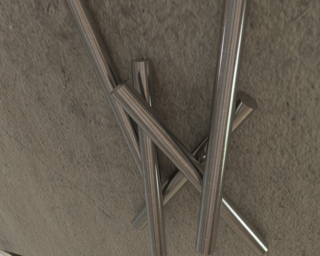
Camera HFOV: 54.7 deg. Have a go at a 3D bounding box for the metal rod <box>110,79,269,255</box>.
[{"bbox_3d":[0.048,0.061,0.387,0.025,0.025,0.300,-26,114,37],"label":"metal rod"}]

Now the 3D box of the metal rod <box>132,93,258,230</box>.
[{"bbox_3d":[0.030,0.066,0.430,0.025,0.025,0.298,37,129,3],"label":"metal rod"}]

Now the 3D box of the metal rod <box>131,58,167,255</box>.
[{"bbox_3d":[-0.012,0.057,0.423,0.025,0.025,0.298,6,114,25],"label":"metal rod"}]

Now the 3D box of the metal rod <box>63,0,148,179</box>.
[{"bbox_3d":[-0.064,-0.057,0.403,0.025,0.025,0.298,-8,115,31],"label":"metal rod"}]

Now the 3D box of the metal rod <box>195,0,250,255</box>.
[{"bbox_3d":[0.065,0.014,0.343,0.025,0.025,0.298,11,112,21],"label":"metal rod"}]
